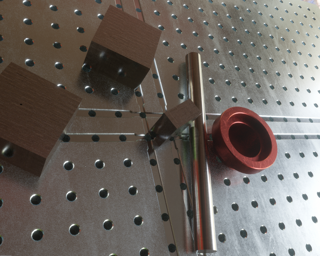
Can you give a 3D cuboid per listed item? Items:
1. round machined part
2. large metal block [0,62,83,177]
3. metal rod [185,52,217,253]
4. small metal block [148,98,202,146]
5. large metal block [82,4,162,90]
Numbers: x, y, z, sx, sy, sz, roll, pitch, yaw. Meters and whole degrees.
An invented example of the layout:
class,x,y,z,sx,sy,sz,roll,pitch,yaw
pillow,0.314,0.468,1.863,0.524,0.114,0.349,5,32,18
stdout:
class,x,y,z,sx,sy,sz,roll,pitch,yaw
round machined part,0.116,0.021,0.447,0.099,0.042,0.098,14,56,-21
large metal block,-0.140,-0.008,0.322,0.080,0.050,0.080,28,52,-11
metal rod,0.053,0.012,0.428,0.025,0.025,0.299,14,56,-21
small metal block,0.019,-0.007,0.407,0.050,0.050,0.025,-31,80,-38
large metal block,-0.051,-0.112,0.433,0.080,0.050,0.080,24,53,-14
